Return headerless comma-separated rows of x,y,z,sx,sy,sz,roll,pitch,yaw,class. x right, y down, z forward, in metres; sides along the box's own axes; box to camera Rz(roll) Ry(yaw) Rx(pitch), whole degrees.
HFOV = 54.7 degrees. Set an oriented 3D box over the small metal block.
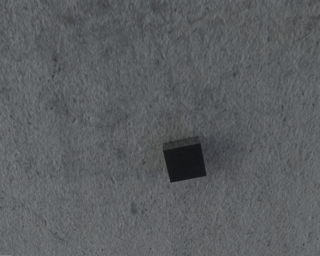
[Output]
0.034,0.043,0.426,0.050,0.025,0.050,-12,110,4,small metal block
